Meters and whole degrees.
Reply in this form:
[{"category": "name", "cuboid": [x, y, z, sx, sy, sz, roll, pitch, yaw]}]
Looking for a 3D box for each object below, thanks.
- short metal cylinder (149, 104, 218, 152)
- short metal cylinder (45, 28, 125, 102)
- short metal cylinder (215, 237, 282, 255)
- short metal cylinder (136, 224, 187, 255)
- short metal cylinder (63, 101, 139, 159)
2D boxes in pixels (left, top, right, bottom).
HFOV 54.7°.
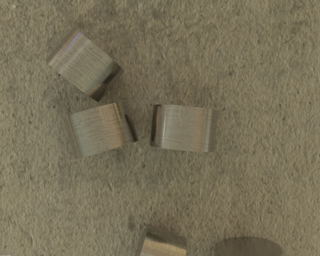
[{"category": "short metal cylinder", "cuboid": [0.029, 0.000, 0.383, 0.081, 0.080, 0.050, 5, 90, -1]}, {"category": "short metal cylinder", "cuboid": [-0.091, -0.076, 0.381, 0.080, 0.080, 0.050, 39, 90, -1]}, {"category": "short metal cylinder", "cuboid": [0.111, 0.174, 0.384, 0.081, 0.080, 0.050, -4, 90, -1]}, {"category": "short metal cylinder", "cuboid": [-0.005, 0.166, 0.383, 0.050, 0.080, 0.080, 20, 90, 0]}, {"category": "short metal cylinder", "cuboid": [-0.072, 0.003, 0.382, 0.080, 0.080, 0.050, -16, 90, 0]}]
